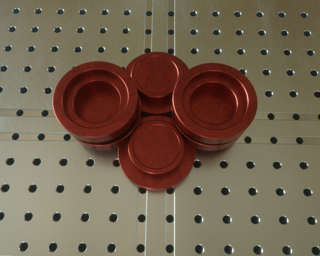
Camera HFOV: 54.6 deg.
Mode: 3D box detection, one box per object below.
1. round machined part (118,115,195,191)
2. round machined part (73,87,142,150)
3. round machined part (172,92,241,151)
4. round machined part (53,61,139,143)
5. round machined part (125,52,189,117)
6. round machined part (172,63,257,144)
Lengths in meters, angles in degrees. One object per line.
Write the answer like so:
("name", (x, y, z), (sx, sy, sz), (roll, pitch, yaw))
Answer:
("round machined part", (-0.004, 0.029, 0.392), (0.099, 0.042, 0.098), (0, 70, 0))
("round machined part", (-0.072, -0.017, 0.408), (0.099, 0.042, 0.098), (0, 70, 0))
("round machined part", (0.064, -0.017, 0.409), (0.099, 0.042, 0.098), (0, 70, 0))
("round machined part", (-0.075, -0.028, 0.378), (0.099, 0.042, 0.098), (0, 70, 0))
("round machined part", (-0.004, -0.064, 0.426), (0.099, 0.042, 0.098), (0, 70, 0))
("round machined part", (0.064, -0.026, 0.378), (0.099, 0.042, 0.098), (0, 70, 0))
